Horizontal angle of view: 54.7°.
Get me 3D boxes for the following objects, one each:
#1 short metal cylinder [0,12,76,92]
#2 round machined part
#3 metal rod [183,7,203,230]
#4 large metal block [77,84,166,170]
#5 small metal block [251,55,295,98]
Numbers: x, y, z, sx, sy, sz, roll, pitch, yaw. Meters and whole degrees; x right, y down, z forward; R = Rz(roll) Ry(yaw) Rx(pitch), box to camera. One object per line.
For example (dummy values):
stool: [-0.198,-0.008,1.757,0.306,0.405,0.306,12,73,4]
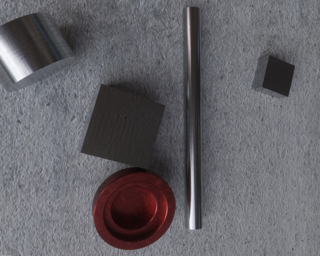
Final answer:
short metal cylinder: [-0.138,-0.079,0.329,0.080,0.080,0.050,-32,101,-17]
round machined part: [-0.034,0.095,0.383,0.099,0.042,0.097,-4,101,-18]
metal rod: [0.045,-0.013,0.426,0.025,0.025,0.298,-1,90,-20]
large metal block: [-0.049,0.000,0.379,0.081,0.050,0.080,17,84,-20]
small metal block: [0.174,-0.078,0.475,0.050,0.025,0.050,16,85,-20]
